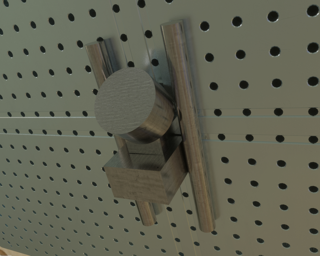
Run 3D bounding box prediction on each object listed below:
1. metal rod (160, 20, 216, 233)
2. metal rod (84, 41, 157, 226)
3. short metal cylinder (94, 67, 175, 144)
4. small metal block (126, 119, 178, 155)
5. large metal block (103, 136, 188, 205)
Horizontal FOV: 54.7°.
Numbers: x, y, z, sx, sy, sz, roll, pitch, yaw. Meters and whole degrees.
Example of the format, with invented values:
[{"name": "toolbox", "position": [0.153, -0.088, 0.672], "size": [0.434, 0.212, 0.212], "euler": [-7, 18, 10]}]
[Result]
[{"name": "metal rod", "position": [0.042, 0.017, 0.400], "size": [0.025, 0.025, 0.298], "euler": [2, 119, 27]}, {"name": "metal rod", "position": [-0.050, 0.024, 0.452], "size": [0.025, 0.025, 0.298], "euler": [1, 119, 28]}, {"name": "short metal cylinder", "position": [-0.030, -0.025, 0.368], "size": [0.080, 0.050, 0.080], "euler": [-8, 71, 25]}, {"name": "small metal block", "position": [-0.010, 0.010, 0.406], "size": [0.050, 0.050, 0.025], "euler": [1, 119, 27]}, {"name": "large metal block", "position": [-0.013, 0.051, 0.411], "size": [0.080, 0.080, 0.050], "euler": [1, 119, 28]}]
